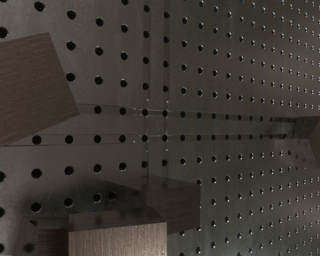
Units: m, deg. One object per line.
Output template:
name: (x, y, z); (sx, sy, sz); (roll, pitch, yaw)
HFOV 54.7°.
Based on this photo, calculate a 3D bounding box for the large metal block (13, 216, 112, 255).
large metal block: (-0.099, 0.136, 0.311); (0.081, 0.050, 0.080); (16, 80, -39)

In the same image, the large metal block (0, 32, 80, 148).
large metal block: (-0.133, -0.034, 0.282); (0.081, 0.050, 0.080); (-28, 108, -37)

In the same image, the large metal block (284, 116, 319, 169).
large metal block: (0.318, 0.030, 0.664); (0.080, 0.050, 0.080); (-44, 117, -31)

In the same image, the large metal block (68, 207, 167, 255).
large metal block: (-0.039, 0.120, 0.278); (0.081, 0.050, 0.079); (-1, 91, -16)

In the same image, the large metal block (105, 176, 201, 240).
large metal block: (-0.009, 0.090, 0.368); (0.081, 0.080, 0.050); (2, 89, -40)
